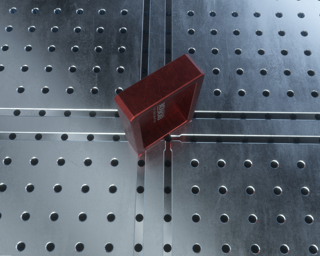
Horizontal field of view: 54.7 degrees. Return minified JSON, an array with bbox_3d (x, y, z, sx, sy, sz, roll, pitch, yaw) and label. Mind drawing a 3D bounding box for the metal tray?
[{"bbox_3d":[0.000,-0.021,0.363,0.090,0.130,0.030,-33,74,-12],"label":"metal tray"}]
